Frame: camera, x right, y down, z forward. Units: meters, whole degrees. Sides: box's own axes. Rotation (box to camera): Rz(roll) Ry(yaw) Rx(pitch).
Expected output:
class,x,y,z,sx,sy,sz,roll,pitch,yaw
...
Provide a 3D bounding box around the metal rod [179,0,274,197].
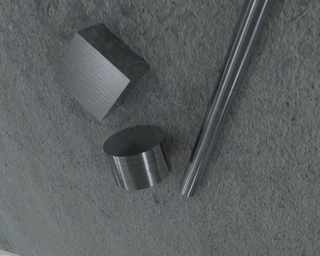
class,x,y,z,sx,sy,sz,roll,pitch,yaw
metal rod,0.069,-0.029,0.351,0.025,0.025,0.298,24,127,13

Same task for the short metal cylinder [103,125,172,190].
class,x,y,z,sx,sy,sz,roll,pitch,yaw
short metal cylinder,-0.029,0.037,0.408,0.080,0.080,0.050,1,119,27

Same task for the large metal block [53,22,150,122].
class,x,y,z,sx,sy,sz,roll,pitch,yaw
large metal block,-0.073,-0.069,0.385,0.080,0.050,0.080,42,129,-1
